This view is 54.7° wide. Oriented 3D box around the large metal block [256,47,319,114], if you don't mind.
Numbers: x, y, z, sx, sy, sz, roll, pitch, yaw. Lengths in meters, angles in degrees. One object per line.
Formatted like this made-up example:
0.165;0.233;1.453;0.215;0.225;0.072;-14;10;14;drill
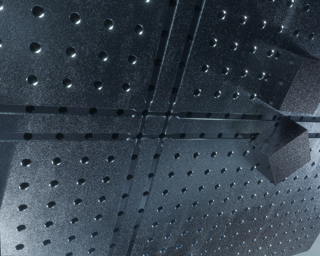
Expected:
0.205;-0.070;0.467;0.081;0.050;0.079;3;117;-30;large metal block

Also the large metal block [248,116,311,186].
0.208;0.040;0.537;0.080;0.050;0.080;-34;129;-7;large metal block
